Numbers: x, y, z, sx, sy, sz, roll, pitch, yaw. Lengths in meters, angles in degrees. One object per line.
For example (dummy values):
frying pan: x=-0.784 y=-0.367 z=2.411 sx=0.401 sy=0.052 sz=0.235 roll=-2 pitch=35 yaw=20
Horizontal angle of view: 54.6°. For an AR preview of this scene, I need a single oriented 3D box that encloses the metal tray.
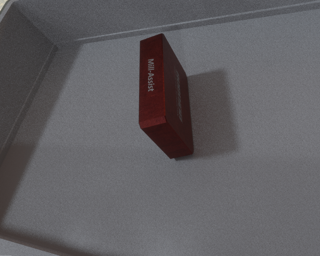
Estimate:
metal tray: x=0.008 y=-0.039 z=0.381 sx=0.030 sy=0.090 sz=0.130 roll=-14 pitch=56 yaw=19
